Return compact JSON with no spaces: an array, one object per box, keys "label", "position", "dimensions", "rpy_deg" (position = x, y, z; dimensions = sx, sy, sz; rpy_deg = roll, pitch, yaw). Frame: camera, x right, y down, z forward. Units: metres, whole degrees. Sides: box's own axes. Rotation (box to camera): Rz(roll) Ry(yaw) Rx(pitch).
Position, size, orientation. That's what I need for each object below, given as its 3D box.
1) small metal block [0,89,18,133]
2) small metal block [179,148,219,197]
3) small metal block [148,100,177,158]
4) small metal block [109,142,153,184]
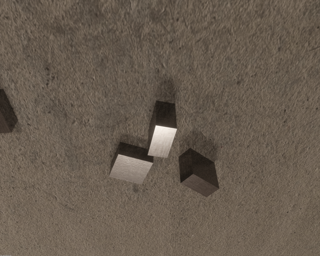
[{"label":"small metal block","position":[-0.216,-0.020,0.387],"dimensions":[0.050,0.025,0.050],"rpy_deg":[-3,130,2]},{"label":"small metal block","position":[0.055,0.064,0.446],"dimensions":[0.050,0.050,0.025],"rpy_deg":[32,123,-25]},{"label":"small metal block","position":[0.002,0.001,0.392],"dimensions":[0.025,0.050,0.050],"rpy_deg":[9,130,-8]},{"label":"small metal block","position":[-0.042,0.052,0.451],"dimensions":[0.050,0.025,0.050],"rpy_deg":[16,128,-14]}]
